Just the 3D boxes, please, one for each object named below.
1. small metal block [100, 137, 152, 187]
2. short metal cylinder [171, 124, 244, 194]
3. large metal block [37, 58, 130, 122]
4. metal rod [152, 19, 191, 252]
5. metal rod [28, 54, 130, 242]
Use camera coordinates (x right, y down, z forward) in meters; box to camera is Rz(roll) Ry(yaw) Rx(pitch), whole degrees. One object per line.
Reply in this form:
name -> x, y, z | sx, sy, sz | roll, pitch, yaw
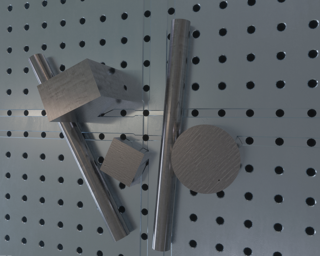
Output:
small metal block -> -0.048, 0.046, 0.429 | 0.050, 0.025, 0.050 | 27, 99, 18
short metal cylinder -> 0.060, 0.035, 0.378 | 0.080, 0.050, 0.079 | 0, 90, 20
large metal block -> -0.100, -0.046, 0.419 | 0.080, 0.080, 0.050 | -23, 82, 18
metal rod -> 0.014, 0.010, 0.407 | 0.025, 0.025, 0.298 | 6, 92, 20
metal rod -> -0.122, 0.022, 0.455 | 0.025, 0.025, 0.299 | -31, 80, 17
